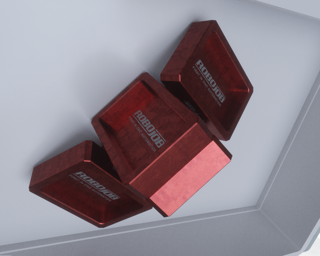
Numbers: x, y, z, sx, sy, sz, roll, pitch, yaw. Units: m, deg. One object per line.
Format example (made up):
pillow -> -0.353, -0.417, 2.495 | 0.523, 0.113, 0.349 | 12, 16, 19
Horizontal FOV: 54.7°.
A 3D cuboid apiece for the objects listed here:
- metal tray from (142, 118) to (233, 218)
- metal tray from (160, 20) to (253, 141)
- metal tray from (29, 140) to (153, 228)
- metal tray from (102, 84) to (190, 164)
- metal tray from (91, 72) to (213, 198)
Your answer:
metal tray -> 0.017, 0.035, 0.355 | 0.090, 0.130, 0.030 | -42, 106, 0
metal tray -> 0.065, -0.054, 0.384 | 0.130, 0.030, 0.090 | 46, 66, -39
metal tray -> -0.080, 0.076, 0.385 | 0.090, 0.030, 0.130 | -27, 133, 19
metal tray -> 0.000, 0.014, 0.413 | 0.130, 0.030, 0.090 | -43, 130, 1
metal tray -> -0.016, 0.000, 0.329 | 0.090, 0.130, 0.030 | -42, 129, 1
